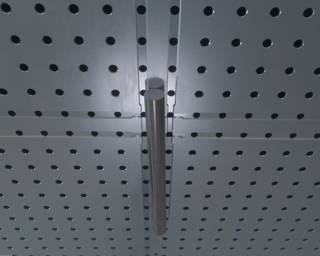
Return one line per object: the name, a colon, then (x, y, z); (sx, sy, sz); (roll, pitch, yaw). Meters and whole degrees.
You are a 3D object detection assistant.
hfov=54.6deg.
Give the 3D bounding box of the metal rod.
metal rod: (-0.004, 0.073, 0.472); (0.025, 0.025, 0.298); (-1, 130, 1)
